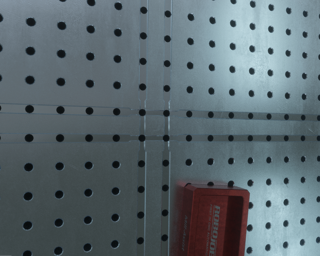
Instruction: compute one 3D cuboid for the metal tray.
[{"bbox_3d":[0.076,0.148,0.439,0.091,0.030,0.129,6,88,-20],"label":"metal tray"}]
